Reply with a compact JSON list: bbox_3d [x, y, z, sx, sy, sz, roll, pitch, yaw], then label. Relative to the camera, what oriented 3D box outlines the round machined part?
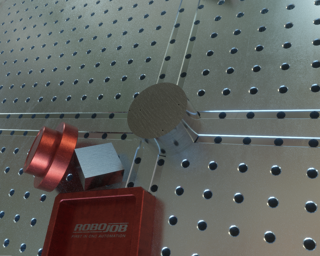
[{"bbox_3d":[-0.155,0.036,0.429,0.098,0.042,0.098,-43,33,38],"label":"round machined part"}]

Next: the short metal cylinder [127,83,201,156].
[{"bbox_3d":[0.006,-0.011,0.396,0.080,0.050,0.080,-13,56,21],"label":"short metal cylinder"}]

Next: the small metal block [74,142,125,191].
[{"bbox_3d":[-0.080,0.049,0.404,0.050,0.025,0.050,-10,46,-27],"label":"small metal block"}]

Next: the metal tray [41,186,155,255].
[{"bbox_3d":[-0.074,0.122,0.369,0.130,0.030,0.090,-9,58,23],"label":"metal tray"}]
